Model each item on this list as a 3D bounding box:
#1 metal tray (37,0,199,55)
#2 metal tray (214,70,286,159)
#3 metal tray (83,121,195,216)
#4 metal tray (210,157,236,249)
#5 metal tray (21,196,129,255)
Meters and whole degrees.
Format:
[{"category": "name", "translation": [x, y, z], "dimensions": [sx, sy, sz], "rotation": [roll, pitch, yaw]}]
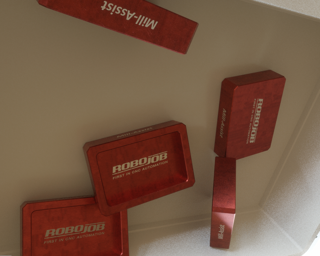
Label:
[{"category": "metal tray", "translation": [-0.042, -0.109, 0.276], "dimensions": [0.131, 0.090, 0.030], "rotation": [10, 113, -33]}, {"category": "metal tray", "translation": [0.133, -0.016, 0.468], "dimensions": [0.091, 0.030, 0.129], "rotation": [-14, 124, -21]}, {"category": "metal tray", "translation": [-0.024, 0.049, 0.401], "dimensions": [0.131, 0.030, 0.089], "rotation": [-15, 103, -20]}, {"category": "metal tray", "translation": [0.095, 0.116, 0.473], "dimensions": [0.030, 0.090, 0.129], "rotation": [4, 139, 11]}, {"category": "metal tray", "translation": [-0.107, 0.135, 0.399], "dimensions": [0.131, 0.030, 0.090], "rotation": [1, 82, -29]}]
